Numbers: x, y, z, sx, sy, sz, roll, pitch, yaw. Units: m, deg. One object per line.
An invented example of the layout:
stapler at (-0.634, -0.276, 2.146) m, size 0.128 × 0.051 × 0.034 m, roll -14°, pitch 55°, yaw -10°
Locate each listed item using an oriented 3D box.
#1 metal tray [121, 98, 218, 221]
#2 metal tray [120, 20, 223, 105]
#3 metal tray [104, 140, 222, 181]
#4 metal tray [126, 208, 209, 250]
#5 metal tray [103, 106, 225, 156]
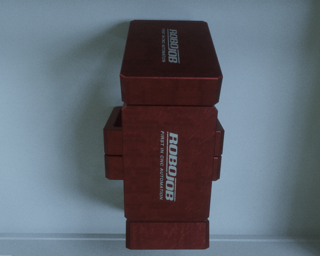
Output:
metal tray at (0.008, 0.034, 0.323) m, size 0.091 × 0.030 × 0.129 m, roll 0°, pitch 110°, yaw -1°
metal tray at (0.010, -0.074, 0.326) m, size 0.091 × 0.130 × 0.030 m, roll 1°, pitch 130°, yaw -1°
metal tray at (0.003, 0.030, 0.387) m, size 0.131 × 0.090 × 0.030 m, roll 1°, pitch 110°, yaw -1°
metal tray at (0.008, 0.117, 0.395) m, size 0.091 × 0.130 × 0.030 m, roll 0°, pitch 89°, yaw -1°
metal tray at (0.004, 0.001, 0.376) m, size 0.131 × 0.090 × 0.030 m, roll 1°, pitch 110°, yaw -1°
